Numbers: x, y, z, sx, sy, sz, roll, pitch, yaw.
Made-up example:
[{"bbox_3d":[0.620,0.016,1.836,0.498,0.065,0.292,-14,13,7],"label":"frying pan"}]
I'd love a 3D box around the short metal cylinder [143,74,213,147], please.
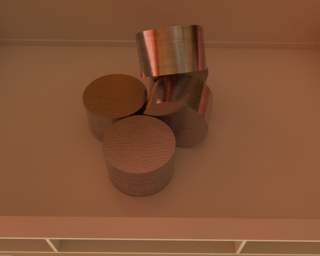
[{"bbox_3d":[0.023,-0.021,0.386,0.080,0.080,0.050,10,51,8],"label":"short metal cylinder"}]

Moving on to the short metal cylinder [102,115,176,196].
[{"bbox_3d":[-0.023,0.031,0.359,0.081,0.050,0.080,0,50,0],"label":"short metal cylinder"}]

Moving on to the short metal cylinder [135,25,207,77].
[{"bbox_3d":[0.014,-0.091,0.372,0.080,0.050,0.080,-7,10,1],"label":"short metal cylinder"}]

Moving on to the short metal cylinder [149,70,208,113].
[{"bbox_3d":[0.025,-0.062,0.439,0.081,0.050,0.080,0,50,0],"label":"short metal cylinder"}]

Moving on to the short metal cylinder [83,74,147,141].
[{"bbox_3d":[-0.056,-0.026,0.407,0.081,0.050,0.080,0,50,0],"label":"short metal cylinder"}]
